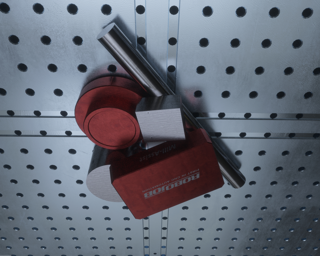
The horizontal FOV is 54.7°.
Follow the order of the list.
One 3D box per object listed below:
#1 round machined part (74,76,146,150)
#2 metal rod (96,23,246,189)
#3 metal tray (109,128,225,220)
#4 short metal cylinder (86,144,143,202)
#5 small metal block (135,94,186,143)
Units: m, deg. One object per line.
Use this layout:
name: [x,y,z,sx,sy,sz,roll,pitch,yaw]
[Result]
round machined part: [-0.057,-0.011,0.384,0.099,0.042,0.097,0,130,1]
metal rod: [0.032,-0.009,0.400,0.025,0.025,0.300,-29,125,22]
metal tray: [0.012,0.063,0.407,0.131,0.030,0.090,-22,128,1]
short metal cylinder: [-0.060,0.061,0.441,0.081,0.050,0.079,0,130,0]
small metal block: [0.003,-0.010,0.367,0.050,0.025,0.050,-4,133,10]
